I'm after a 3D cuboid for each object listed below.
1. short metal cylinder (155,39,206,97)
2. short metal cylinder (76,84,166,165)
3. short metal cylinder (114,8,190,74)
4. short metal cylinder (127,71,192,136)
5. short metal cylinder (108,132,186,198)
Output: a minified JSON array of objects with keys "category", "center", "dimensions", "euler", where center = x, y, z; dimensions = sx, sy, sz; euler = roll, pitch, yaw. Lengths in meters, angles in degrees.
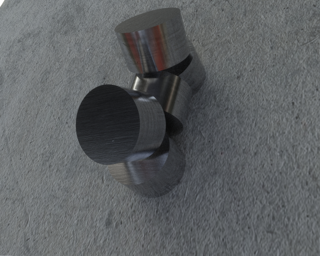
[{"category":"short metal cylinder","center":[0.018,-0.080,0.430],"dimensions":[0.080,0.050,0.080],"euler":[-13,56,21]},{"category":"short metal cylinder","center":[-0.041,-0.003,0.328],"dimensions":[0.080,0.050,0.080],"euler":[0,89,29]},{"category":"short metal cylinder","center":[-0.009,-0.107,0.376],"dimensions":[0.080,0.050,0.080],"euler":[-13,32,9]},{"category":"short metal cylinder","center":[-0.004,-0.030,0.391],"dimensions":[0.080,0.080,0.050],"euler":[2,63,29]},{"category":"short metal cylinder","center":[-0.015,0.039,0.374],"dimensions":[0.080,0.050,0.080],"euler":[-13,56,21]}]
